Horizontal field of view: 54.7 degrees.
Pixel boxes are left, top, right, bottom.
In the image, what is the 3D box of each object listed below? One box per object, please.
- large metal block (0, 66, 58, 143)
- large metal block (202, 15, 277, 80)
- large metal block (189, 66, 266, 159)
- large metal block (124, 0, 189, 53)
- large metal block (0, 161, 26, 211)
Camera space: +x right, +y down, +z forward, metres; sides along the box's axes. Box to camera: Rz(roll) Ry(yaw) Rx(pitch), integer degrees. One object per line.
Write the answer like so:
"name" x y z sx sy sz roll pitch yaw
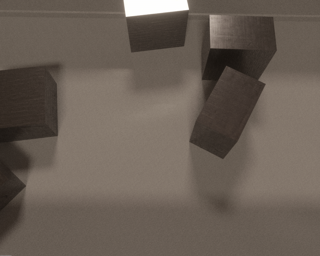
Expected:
"large metal block" -0.183 -0.030 0.405 0.081 0.050 0.080 -7 70 -3
"large metal block" 0.102 -0.105 0.420 0.081 0.080 0.050 2 70 0
"large metal block" 0.081 -0.016 0.387 0.050 0.080 0.080 28 72 9
"large metal block" -0.007 -0.155 0.437 0.081 0.080 0.050 -8 71 -3
"large metal block" -0.227 0.069 0.368 0.080 0.050 0.080 39 74 13
